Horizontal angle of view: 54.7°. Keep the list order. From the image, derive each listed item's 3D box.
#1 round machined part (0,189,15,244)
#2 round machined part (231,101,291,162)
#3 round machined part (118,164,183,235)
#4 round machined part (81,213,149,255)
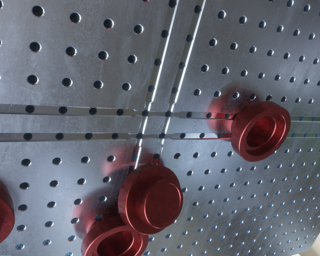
[{"bbox_3d":[-0.219,0.113,0.351,0.099,0.042,0.097,-14,125,-21],"label":"round machined part"},{"bbox_3d":[0.152,0.001,0.487,0.099,0.042,0.097,-14,125,-21],"label":"round machined part"},{"bbox_3d":[-0.006,0.102,0.436,0.099,0.042,0.097,-3,94,-38],"label":"round machined part"},{"bbox_3d":[-0.070,0.168,0.468,0.099,0.042,0.097,-14,125,-21],"label":"round machined part"}]
